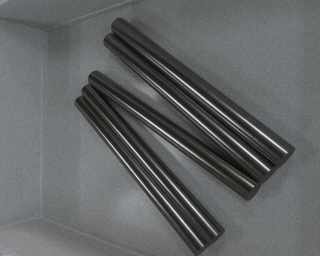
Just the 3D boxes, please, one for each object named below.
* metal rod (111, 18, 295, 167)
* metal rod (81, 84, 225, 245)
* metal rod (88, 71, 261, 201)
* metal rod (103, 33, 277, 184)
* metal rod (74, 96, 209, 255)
[{"bbox_3d":[0.031,-0.061,0.380,0.300,0.025,0.025,44,117,31],"label":"metal rod"},{"bbox_3d":[-0.026,0.032,0.427,0.300,0.025,0.025,46,117,30],"label":"metal rod"},{"bbox_3d":[-0.002,-0.007,0.407,0.300,0.025,0.025,36,112,34],"label":"metal rod"},{"bbox_3d":[0.018,-0.042,0.390,0.300,0.025,0.025,44,117,31],"label":"metal rod"},{"bbox_3d":[-0.040,0.049,0.438,0.300,0.025,0.025,46,117,30],"label":"metal rod"}]
